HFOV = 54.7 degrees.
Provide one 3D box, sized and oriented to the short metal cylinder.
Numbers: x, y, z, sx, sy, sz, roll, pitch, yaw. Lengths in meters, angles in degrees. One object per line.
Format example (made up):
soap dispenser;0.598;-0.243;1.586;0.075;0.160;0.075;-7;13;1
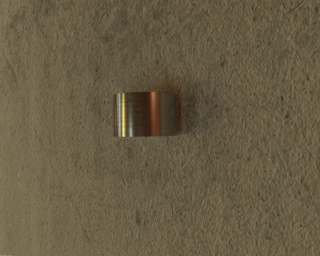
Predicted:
short metal cylinder;-0.018;-0.015;0.384;0.080;0.081;0.050;-1;90;39
